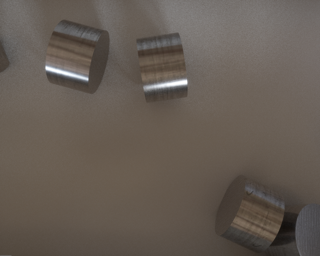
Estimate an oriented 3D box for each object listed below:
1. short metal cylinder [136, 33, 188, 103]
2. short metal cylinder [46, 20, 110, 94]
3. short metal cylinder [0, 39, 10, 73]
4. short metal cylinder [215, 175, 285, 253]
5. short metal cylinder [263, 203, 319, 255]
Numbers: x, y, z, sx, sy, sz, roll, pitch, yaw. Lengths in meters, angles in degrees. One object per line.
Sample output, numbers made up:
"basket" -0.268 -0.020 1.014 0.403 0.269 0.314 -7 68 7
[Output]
"short metal cylinder" 0.002 -0.074 0.384 0.050 0.080 0.080 -9 90 0
"short metal cylinder" -0.099 -0.087 0.383 0.050 0.080 0.080 15 90 0
"short metal cylinder" -0.237 -0.093 0.382 0.080 0.080 0.050 -22 90 0
"short metal cylinder" 0.109 0.105 0.384 0.050 0.080 0.080 25 90 0
"short metal cylinder" 0.174 0.136 0.382 0.081 0.050 0.080 10 70 -28
